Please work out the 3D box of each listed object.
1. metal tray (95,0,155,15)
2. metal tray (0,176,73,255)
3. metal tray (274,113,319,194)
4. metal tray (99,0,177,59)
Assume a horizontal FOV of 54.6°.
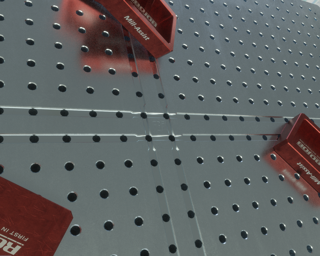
[{"bbox_3d":[-0.064,-0.226,0.463,0.131,0.089,0.030,26,43,-9],"label":"metal tray"},{"bbox_3d":[-0.156,0.089,0.267,0.130,0.030,0.090,30,52,-9],"label":"metal tray"},{"bbox_3d":[0.259,0.047,0.514,0.130,0.030,0.090,44,51,2],"label":"metal tray"},{"bbox_3d":[-0.027,-0.178,0.461,0.130,0.030,0.090,38,45,-39],"label":"metal tray"}]
